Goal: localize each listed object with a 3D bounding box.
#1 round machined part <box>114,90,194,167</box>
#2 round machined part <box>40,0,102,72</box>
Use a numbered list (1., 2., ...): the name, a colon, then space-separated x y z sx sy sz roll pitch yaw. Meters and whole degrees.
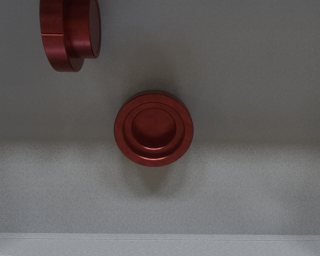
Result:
1. round machined part: -0.008 -0.002 0.401 0.099 0.042 0.097 0 110 0
2. round machined part: -0.089 -0.109 0.331 0.042 0.098 0.097 1 110 -1
